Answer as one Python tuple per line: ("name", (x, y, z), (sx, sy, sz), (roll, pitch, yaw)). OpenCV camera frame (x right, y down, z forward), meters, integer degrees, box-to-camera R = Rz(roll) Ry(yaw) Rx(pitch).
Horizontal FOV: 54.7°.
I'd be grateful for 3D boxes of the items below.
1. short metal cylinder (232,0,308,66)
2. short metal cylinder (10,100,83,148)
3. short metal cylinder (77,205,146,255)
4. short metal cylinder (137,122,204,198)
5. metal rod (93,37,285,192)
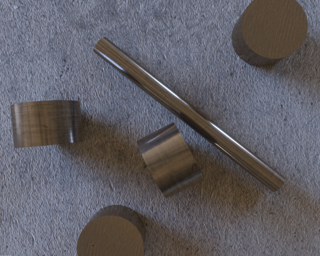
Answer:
("short metal cylinder", (0.138, -0.124, 0.399), (0.081, 0.050, 0.080), (0, 90, 0))
("short metal cylinder", (-0.138, -0.005, 0.381), (0.080, 0.080, 0.050), (-5, 90, 0))
("short metal cylinder", (-0.060, 0.145, 0.397), (0.081, 0.050, 0.080), (0, 90, 0))
("short metal cylinder", (0.013, 0.039, 0.383), (0.050, 0.080, 0.080), (-28, 90, 0))
("metal rod", (0.039, -0.018, 0.410), (0.300, 0.025, 0.025), (38, 90, 0))
